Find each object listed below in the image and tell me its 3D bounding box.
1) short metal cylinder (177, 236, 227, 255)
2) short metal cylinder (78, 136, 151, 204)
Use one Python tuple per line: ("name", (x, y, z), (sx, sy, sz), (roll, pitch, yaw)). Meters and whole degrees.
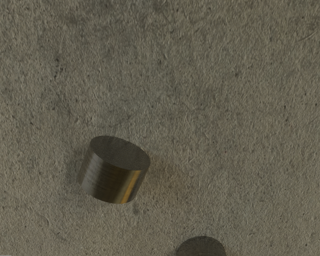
("short metal cylinder", (0.066, 0.215, 0.476), (0.081, 0.050, 0.079), (0, 110, 0))
("short metal cylinder", (-0.059, 0.052, 0.399), (0.080, 0.080, 0.050), (21, 109, -8))
